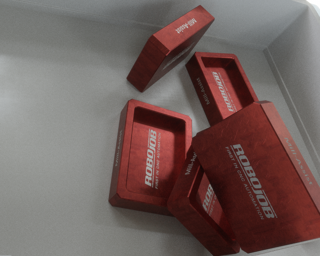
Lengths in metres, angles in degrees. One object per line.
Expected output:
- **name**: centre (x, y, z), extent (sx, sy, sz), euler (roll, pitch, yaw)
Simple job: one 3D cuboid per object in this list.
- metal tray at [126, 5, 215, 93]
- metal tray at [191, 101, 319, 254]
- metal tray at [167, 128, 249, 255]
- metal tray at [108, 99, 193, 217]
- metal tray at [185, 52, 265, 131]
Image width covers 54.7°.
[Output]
- **metal tray**: centre (0.016, -0.113, 0.441), extent (0.030, 0.090, 0.131), euler (44, 51, 2)
- **metal tray**: centre (0.097, 0.049, 0.309), extent (0.030, 0.090, 0.130), euler (-10, 72, -49)
- **metal tray**: centre (0.066, 0.069, 0.367), extent (0.090, 0.030, 0.130), euler (49, 40, -17)
- **metal tray**: centre (-0.007, 0.035, 0.377), extent (0.091, 0.030, 0.130), euler (16, 55, -19)
- **metal tray**: centre (0.104, -0.060, 0.494), extent (0.091, 0.030, 0.130), euler (-5, 64, -31)
